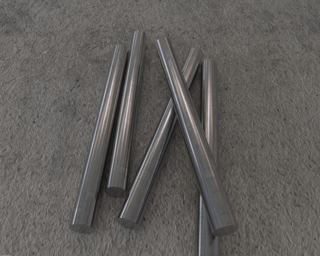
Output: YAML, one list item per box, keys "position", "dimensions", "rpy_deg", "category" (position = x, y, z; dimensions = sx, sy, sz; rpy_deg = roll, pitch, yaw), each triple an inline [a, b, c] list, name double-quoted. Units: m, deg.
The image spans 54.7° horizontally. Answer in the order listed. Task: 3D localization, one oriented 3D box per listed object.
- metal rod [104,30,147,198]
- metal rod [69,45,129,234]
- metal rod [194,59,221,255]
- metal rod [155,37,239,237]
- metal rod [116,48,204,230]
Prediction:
- position: [-0.042, -0.044, 0.439]
  dimensions: [0.025, 0.025, 0.300]
  rpy_deg: [2, 50, 2]
  category: "metal rod"
- position: [-0.072, -0.012, 0.412]
  dimensions: [0.025, 0.025, 0.300]
  rpy_deg: [3, 50, 2]
  category: "metal rod"
- position: [0.061, 0.015, 0.390]
  dimensions: [0.025, 0.025, 0.300]
  rpy_deg: [5, 50, 4]
  category: "metal rod"
- position: [0.033, -0.017, 0.383]
  dimensions: [0.025, 0.025, 0.300]
  rpy_deg: [-8, 50, -7]
  category: "metal rod"
- position: [0.013, -0.010, 0.411]
  dimensions: [0.025, 0.025, 0.300]
  rpy_deg: [14, 51, 11]
  category: "metal rod"
